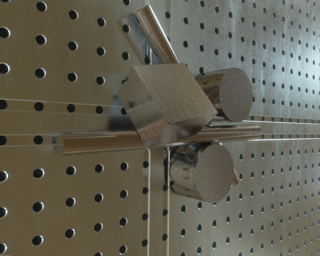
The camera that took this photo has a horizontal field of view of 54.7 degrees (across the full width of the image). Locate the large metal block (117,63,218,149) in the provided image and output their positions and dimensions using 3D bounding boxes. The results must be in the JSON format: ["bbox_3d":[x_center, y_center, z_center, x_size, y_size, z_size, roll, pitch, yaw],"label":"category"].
[{"bbox_3d":[0.008,-0.030,0.372,0.081,0.050,0.080,-13,64,-39],"label":"large metal block"}]

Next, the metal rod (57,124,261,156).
[{"bbox_3d":[0.023,0.011,0.402,0.303,0.025,0.025,-2,92,-34],"label":"metal rod"}]

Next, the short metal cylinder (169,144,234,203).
[{"bbox_3d":[0.059,0.061,0.438,0.081,0.050,0.079,0,90,-40],"label":"short metal cylinder"}]

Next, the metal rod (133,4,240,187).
[{"bbox_3d":[0.047,-0.030,0.445,0.025,0.025,0.299,-46,118,-30],"label":"metal rod"}]

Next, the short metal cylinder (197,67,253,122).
[{"bbox_3d":[0.096,-0.048,0.469,0.081,0.050,0.079,0,90,-40],"label":"short metal cylinder"}]
